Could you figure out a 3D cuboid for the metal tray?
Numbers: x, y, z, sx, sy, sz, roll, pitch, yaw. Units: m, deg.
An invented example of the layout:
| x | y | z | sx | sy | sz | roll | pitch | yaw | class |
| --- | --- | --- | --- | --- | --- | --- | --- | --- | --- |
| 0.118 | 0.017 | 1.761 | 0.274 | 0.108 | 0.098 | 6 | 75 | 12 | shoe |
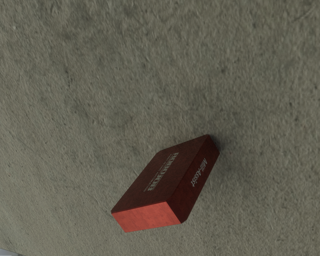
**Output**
| x | y | z | sx | sy | sz | roll | pitch | yaw | class |
| --- | --- | --- | --- | --- | --- | --- | --- | --- | --- |
| 0.011 | 0.063 | 0.373 | 0.090 | 0.131 | 0.030 | -22 | 106 | 36 | metal tray |
